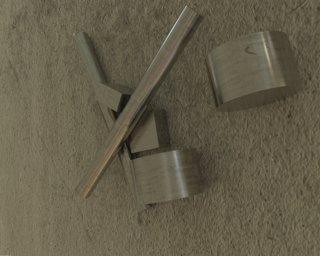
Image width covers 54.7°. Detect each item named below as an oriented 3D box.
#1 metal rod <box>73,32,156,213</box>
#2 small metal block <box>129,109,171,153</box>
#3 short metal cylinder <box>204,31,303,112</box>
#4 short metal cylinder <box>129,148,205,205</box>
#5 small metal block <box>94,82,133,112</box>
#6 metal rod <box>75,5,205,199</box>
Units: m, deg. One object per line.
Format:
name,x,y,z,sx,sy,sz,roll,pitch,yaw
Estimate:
metal rod,-0.074,-0.020,0.465,0.025,0.025,0.299,-36,68,34
small metal block,-0.016,0.005,0.418,0.050,0.025,0.050,-15,81,39
short metal cylinder,0.088,-0.050,0.297,0.080,0.081,0.050,-19,78,38
short metal cylinder,0.008,0.056,0.363,0.080,0.081,0.050,-18,79,38
small metal block,-0.054,-0.042,0.433,0.050,0.050,0.025,29,109,36
metal rod,-0.038,-0.017,0.403,0.025,0.025,0.298,48,117,29
